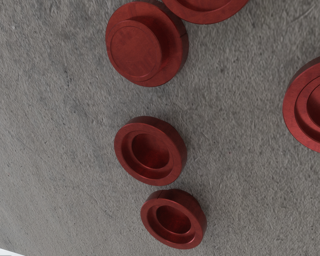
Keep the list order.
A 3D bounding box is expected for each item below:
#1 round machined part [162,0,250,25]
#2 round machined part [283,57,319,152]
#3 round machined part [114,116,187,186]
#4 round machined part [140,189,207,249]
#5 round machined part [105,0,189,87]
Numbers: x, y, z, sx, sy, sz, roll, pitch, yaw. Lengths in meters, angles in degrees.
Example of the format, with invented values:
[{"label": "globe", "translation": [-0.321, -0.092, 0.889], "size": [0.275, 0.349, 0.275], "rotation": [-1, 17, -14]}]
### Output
[{"label": "round machined part", "translation": [0.045, -0.148, 0.280], "size": [0.098, 0.042, 0.097], "rotation": [13, 124, 21]}, {"label": "round machined part", "translation": [0.170, -0.025, 0.291], "size": [0.098, 0.042, 0.097], "rotation": [13, 124, 21]}, {"label": "round machined part", "translation": [-0.009, 0.027, 0.417], "size": [0.098, 0.042, 0.097], "rotation": [13, 124, 21]}, {"label": "round machined part", "translation": [0.024, 0.130, 0.464], "size": [0.098, 0.042, 0.097], "rotation": [13, 124, 21]}, {"label": "round machined part", "translation": [-0.021, -0.091, 0.350], "size": [0.098, 0.042, 0.097], "rotation": [13, 124, 21]}]
